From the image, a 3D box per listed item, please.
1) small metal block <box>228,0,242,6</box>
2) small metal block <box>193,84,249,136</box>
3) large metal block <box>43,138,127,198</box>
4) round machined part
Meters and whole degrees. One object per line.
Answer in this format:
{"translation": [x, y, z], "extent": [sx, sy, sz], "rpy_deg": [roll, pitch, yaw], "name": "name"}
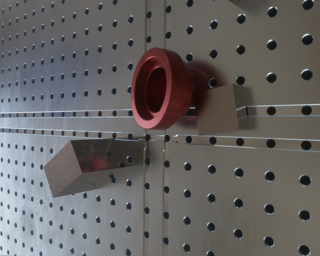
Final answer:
{"translation": [0.070, -0.167, 0.334], "extent": [0.025, 0.050, 0.050], "rpy_deg": [-36, 68, 34], "name": "small metal block"}
{"translation": [0.069, -0.019, 0.351], "extent": [0.050, 0.025, 0.050], "rpy_deg": [-11, 83, 39], "name": "small metal block"}
{"translation": [-0.112, 0.058, 0.463], "extent": [0.080, 0.081, 0.050], "rpy_deg": [-39, 67, 33], "name": "large metal block"}
{"translation": [0.005, -0.046, 0.380], "extent": [0.098, 0.042, 0.097], "rpy_deg": [-8, 80, 58], "name": "round machined part"}
